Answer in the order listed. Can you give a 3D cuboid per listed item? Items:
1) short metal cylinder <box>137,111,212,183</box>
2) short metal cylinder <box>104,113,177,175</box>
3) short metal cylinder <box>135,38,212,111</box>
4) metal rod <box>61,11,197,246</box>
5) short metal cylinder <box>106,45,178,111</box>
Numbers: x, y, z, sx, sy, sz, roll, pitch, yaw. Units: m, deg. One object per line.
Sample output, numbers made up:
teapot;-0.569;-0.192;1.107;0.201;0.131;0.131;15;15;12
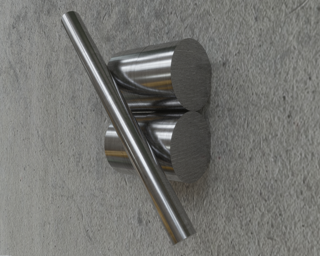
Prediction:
short metal cylinder;0.017;0.021;0.357;0.050;0.081;0.079;1;91;40
short metal cylinder;-0.022;0.021;0.389;0.050;0.081;0.079;1;91;40
short metal cylinder;0.017;-0.059;0.357;0.050;0.081;0.079;1;91;40
metal rod;-0.046;-0.019;0.340;0.025;0.025;0.299;-44;64;31
short metal cylinder;-0.021;-0.060;0.389;0.050;0.081;0.079;1;91;40
